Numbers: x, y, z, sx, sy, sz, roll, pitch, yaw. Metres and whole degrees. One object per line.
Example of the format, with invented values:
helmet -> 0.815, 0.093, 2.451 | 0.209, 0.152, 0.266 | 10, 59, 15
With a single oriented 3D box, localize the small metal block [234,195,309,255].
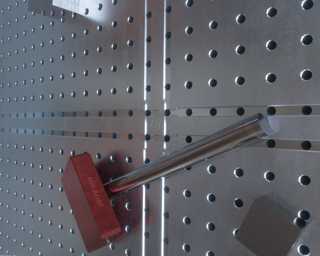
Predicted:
small metal block -> 0.113, 0.105, 0.316 | 0.050, 0.025, 0.050 | 33, 110, 34

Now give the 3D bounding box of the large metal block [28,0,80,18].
large metal block -> -0.185, -0.244, 0.543 | 0.080, 0.050, 0.079 | 9, 96, 39

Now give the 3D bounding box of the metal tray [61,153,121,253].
metal tray -> -0.110, 0.115, 0.476 | 0.130, 0.030, 0.089 | 62, 143, 21

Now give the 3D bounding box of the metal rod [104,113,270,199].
metal rod -> 0.000, 0.053, 0.407 | 0.299, 0.025, 0.025 | -28, 73, 36
